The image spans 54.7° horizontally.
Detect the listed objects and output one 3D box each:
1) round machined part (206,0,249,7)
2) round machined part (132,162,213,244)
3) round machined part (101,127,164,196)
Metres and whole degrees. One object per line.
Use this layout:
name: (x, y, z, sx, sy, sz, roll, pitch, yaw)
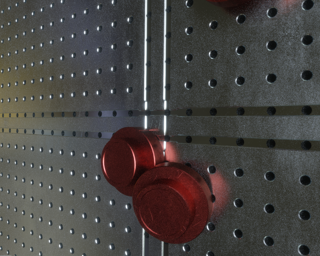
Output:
round machined part: (0.081, -0.178, 0.330, 0.098, 0.042, 0.097, 0, 90, 39)
round machined part: (0.010, 0.093, 0.371, 0.098, 0.042, 0.097, 4, 99, 22)
round machined part: (-0.045, 0.047, 0.433, 0.098, 0.042, 0.097, 0, 90, 39)
